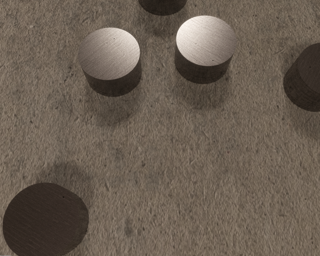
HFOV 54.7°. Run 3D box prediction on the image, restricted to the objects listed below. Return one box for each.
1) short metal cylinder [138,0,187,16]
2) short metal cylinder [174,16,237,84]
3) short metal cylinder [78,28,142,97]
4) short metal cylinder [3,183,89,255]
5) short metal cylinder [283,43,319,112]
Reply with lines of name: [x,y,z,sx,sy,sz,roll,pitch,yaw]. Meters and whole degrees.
short metal cylinder: [0.004,-0.222,0.476,0.081,0.050,0.080,0,70,0]
short metal cylinder: [0.062,-0.109,0.435,0.081,0.050,0.080,0,70,0]
short metal cylinder: [-0.067,-0.090,0.427,0.081,0.050,0.080,0,70,0]
short metal cylinder: [-0.127,0.107,0.354,0.081,0.050,0.080,0,70,0]
short metal cylinder: [0.218,-0.068,0.423,0.081,0.050,0.080,0,70,0]
